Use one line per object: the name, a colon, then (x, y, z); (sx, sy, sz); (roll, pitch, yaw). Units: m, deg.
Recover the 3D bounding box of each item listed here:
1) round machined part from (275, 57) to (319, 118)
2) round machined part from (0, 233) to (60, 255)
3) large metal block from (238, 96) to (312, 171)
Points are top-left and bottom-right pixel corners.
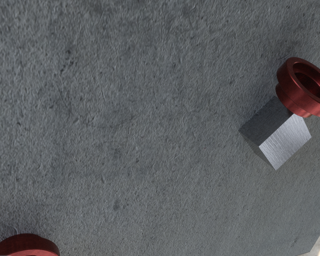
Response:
round machined part: (0.210, -0.054, 0.451); (0.099, 0.098, 0.042); (2, 144, -30)
round machined part: (-0.183, 0.178, 0.407); (0.099, 0.042, 0.097); (-14, 125, -21)
large metal block: (0.187, 0.009, 0.501); (0.080, 0.050, 0.080); (-44, 130, 2)
